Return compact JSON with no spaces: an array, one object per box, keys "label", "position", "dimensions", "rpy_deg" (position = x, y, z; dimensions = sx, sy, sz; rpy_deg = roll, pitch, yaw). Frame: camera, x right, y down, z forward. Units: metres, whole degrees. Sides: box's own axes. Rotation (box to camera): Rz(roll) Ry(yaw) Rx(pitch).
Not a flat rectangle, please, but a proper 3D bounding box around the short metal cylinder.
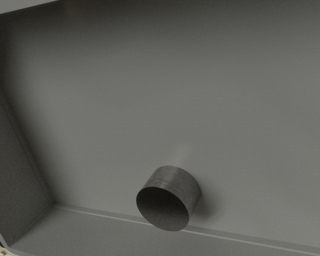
[{"label":"short metal cylinder","position":[0.013,0.102,0.449],"dimensions":[0.080,0.050,0.080],"rpy_deg":[13,124,21]}]
